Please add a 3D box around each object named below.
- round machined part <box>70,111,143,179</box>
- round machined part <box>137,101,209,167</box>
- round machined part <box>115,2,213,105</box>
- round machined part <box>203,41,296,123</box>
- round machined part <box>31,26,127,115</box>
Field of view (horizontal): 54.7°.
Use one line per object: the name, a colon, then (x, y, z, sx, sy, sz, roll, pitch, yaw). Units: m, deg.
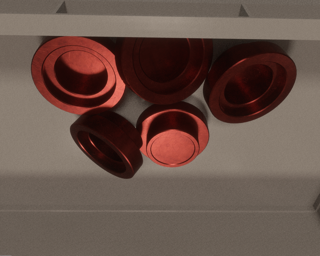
round machined part: (-0.061, 0.016, 0.391, 0.098, 0.042, 0.097, 27, 149, 19)
round machined part: (0.016, 0.015, 0.411, 0.099, 0.042, 0.097, -1, 130, 0)
round machined part: (0.001, -0.076, 0.315, 0.099, 0.042, 0.097, -10, 114, -23)
round machined part: (0.094, -0.054, 0.343, 0.099, 0.042, 0.097, -11, 139, -9)
round machined part: (-0.085, -0.065, 0.341, 0.099, 0.042, 0.097, 0, 130, 0)
